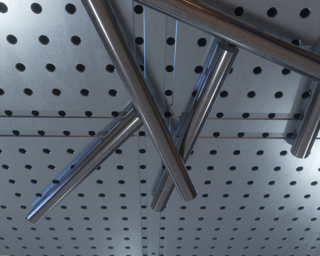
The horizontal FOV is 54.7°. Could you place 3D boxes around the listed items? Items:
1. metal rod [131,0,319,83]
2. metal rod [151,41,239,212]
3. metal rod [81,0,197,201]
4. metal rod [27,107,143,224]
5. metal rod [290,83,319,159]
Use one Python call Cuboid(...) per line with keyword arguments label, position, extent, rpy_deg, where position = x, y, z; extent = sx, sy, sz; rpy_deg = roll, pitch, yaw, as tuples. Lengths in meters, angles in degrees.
Cuboid(label="metal rod", position=(0.049, -0.107, 0.307), extent=(0.302, 0.025, 0.025), rpy_deg=(20, 127, -12))
Cuboid(label="metal rod", position=(0.035, 0.022, 0.430), extent=(0.025, 0.025, 0.298), rpy_deg=(11, 129, -10))
Cuboid(label="metal rod", position=(-0.012, -0.017, 0.376), extent=(0.025, 0.025, 0.299), rpy_deg=(-17, 122, 13))
Cuboid(label="metal rod", position=(-0.122, 0.069, 0.468), extent=(0.025, 0.025, 0.299), rpy_deg=(33, 122, -25))
Cuboid(label="metal rod", position=(0.198, -0.078, 0.347), extent=(0.025, 0.025, 0.298), rpy_deg=(-1, 130, 0))
